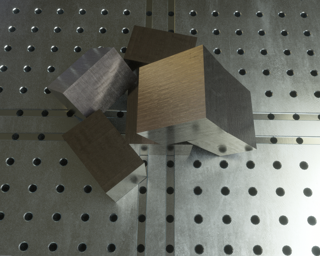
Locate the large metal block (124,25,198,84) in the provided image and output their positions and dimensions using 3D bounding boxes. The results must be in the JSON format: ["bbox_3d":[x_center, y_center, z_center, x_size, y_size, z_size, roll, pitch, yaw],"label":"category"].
[{"bbox_3d":[0.002,-0.084,0.414,0.080,0.080,0.050,12,71,5],"label":"large metal block"}]

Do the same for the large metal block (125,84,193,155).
[{"bbox_3d":[-0.001,-0.010,0.402,0.080,0.050,0.080,1,70,0],"label":"large metal block"}]

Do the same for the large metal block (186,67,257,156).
[{"bbox_3d":[0.075,-0.016,0.380,0.050,0.080,0.080,-15,65,35],"label":"large metal block"}]

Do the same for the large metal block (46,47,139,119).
[{"bbox_3d":[-0.088,-0.057,0.396,0.080,0.080,0.050,-47,121,-15],"label":"large metal block"}]

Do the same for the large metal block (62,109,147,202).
[{"bbox_3d":[-0.062,0.036,0.368,0.050,0.080,0.080,-38,75,-13],"label":"large metal block"}]

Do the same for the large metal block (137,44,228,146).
[{"bbox_3d":[0.023,-0.032,0.337,0.080,0.050,0.080,-13,65,32],"label":"large metal block"}]
